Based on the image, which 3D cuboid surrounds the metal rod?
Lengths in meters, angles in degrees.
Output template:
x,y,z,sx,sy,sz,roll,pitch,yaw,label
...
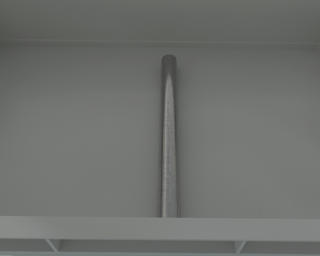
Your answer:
x,y,z,sx,sy,sz,roll,pitch,yaw,label
0.012,0.007,0.398,0.025,0.025,0.300,1,50,0,metal rod
